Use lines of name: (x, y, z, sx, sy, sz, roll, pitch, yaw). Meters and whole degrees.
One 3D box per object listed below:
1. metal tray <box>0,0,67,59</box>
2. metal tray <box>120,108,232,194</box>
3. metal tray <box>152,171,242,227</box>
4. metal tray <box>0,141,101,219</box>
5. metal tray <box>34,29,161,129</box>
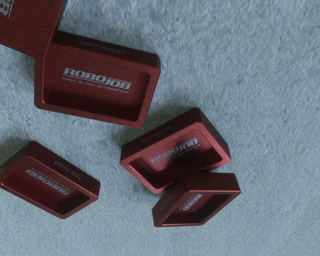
metal tray: (-0.122, -0.137, 0.264, 0.091, 0.030, 0.129, 21, 112, -17)
metal tray: (0.021, 0.037, 0.435, 0.130, 0.030, 0.090, -28, 125, 21)
metal tray: (0.051, 0.113, 0.474, 0.091, 0.030, 0.129, 5, 141, -22)
metal tray: (-0.169, 0.084, 0.473, 0.090, 0.030, 0.130, -34, 123, 25)
metal tray: (-0.073, -0.053, 0.357, 0.131, 0.030, 0.089, 11, 129, -10)
